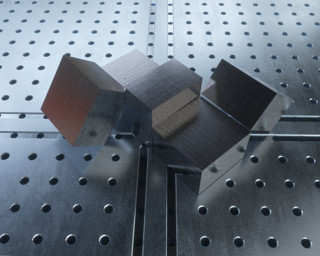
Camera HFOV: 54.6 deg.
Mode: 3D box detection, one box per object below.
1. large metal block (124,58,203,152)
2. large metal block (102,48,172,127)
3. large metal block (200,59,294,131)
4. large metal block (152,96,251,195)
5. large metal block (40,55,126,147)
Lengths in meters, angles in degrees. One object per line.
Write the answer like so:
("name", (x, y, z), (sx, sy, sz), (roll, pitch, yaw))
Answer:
("large metal block", (0.004, -0.029, 0.396), (0.080, 0.080, 0.050), (-35, 59, -26))
("large metal block", (-0.038, -0.057, 0.439), (0.080, 0.050, 0.080), (-35, 59, -24))
("large metal block", (0.113, -0.040, 0.399), (0.080, 0.050, 0.080), (42, 21, 28))
("large metal block", (0.048, 0.018, 0.376), (0.080, 0.050, 0.080), (-34, 56, -25))
("large metal block", (-0.095, -0.033, 0.390), (0.080, 0.080, 0.050), (42, 22, 29))
